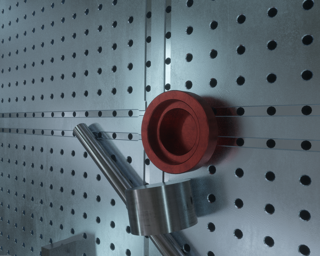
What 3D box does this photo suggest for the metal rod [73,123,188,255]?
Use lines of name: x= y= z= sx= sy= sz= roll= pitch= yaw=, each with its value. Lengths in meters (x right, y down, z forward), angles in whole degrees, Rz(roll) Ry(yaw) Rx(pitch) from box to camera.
metal rod: x=-0.043 y=0.096 z=0.442 sx=0.300 sy=0.025 sz=0.025 roll=46 pitch=118 yaw=29

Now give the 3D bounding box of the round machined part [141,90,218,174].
round machined part: x=0.027 y=0.005 z=0.374 sx=0.098 sy=0.042 sz=0.097 roll=0 pitch=90 yaw=39

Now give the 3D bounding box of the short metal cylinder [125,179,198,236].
short metal cylinder: x=0.001 y=0.093 z=0.371 sx=0.080 sy=0.081 sz=0.050 roll=-15 pitch=81 yaw=39

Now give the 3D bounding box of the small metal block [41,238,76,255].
small metal block: x=-0.173 y=0.224 z=0.533 sx=0.025 sy=0.050 sz=0.050 roll=-5 pitch=87 yaw=39
